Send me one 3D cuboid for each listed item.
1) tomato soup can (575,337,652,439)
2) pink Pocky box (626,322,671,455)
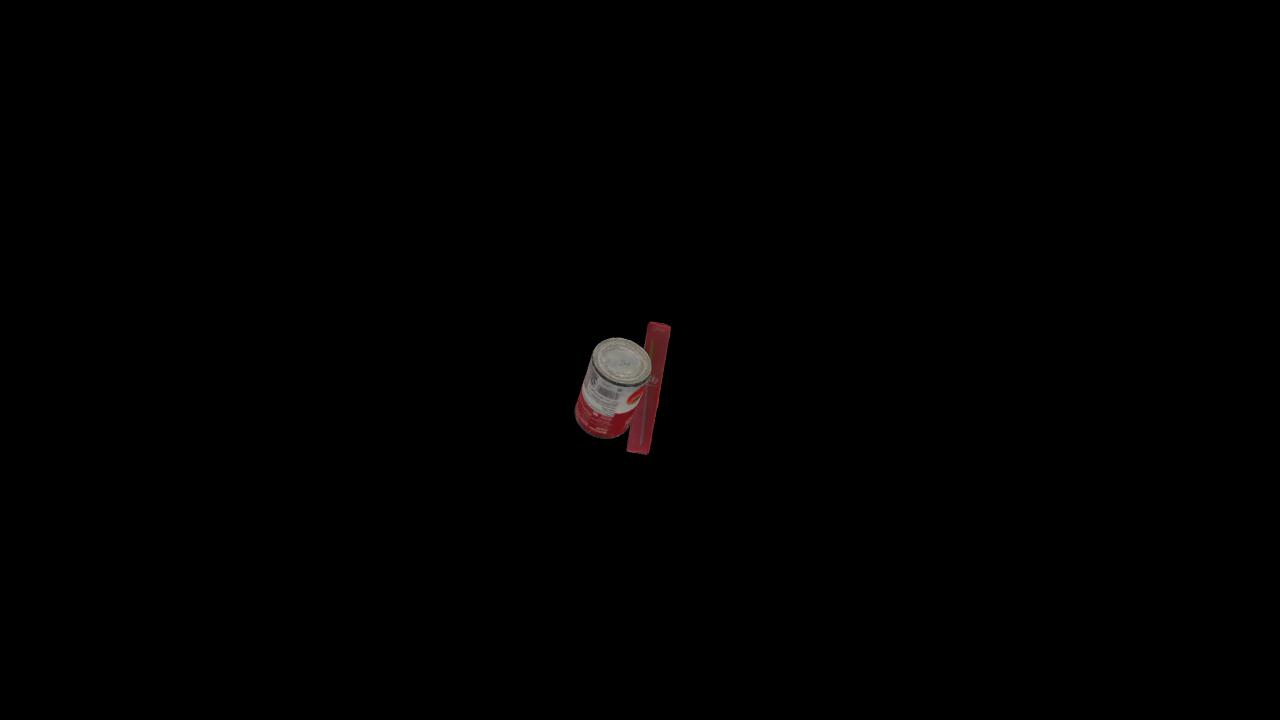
[{"bbox_3d":[-0.031,0.031,0.680,0.068,0.068,0.101,0,-40,-19],"label":"tomato soup can"},{"bbox_3d":[0.010,0.032,0.749,0.029,0.155,0.084,10,0,0],"label":"pink Pocky box"}]
